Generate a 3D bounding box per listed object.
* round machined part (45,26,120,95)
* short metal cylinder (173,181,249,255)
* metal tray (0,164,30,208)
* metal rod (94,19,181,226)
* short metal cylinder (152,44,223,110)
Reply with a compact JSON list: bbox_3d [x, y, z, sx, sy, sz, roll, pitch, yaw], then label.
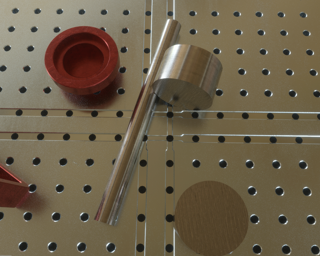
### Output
[{"bbox_3d":[-0.105,-0.090,0.435,0.099,0.042,0.098,0,70,0],"label":"round machined part"},{"bbox_3d":[0.056,0.105,0.360,0.081,0.050,0.080,0,70,0],"label":"short metal cylinder"},{"bbox_3d":[-0.226,0.041,0.359,0.130,0.090,0.030,33,78,11],"label":"metal tray"},{"bbox_3d":[-0.023,-0.021,0.419,0.025,0.025,0.299,16,71,6],"label":"metal rod"},{"bbox_3d":[0.036,-0.064,0.406,0.080,0.080,0.050,17,71,6],"label":"short metal cylinder"}]
